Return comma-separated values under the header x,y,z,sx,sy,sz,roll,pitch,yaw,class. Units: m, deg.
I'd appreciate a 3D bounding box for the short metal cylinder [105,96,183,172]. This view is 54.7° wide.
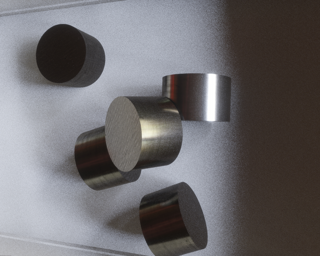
x,y,z,sx,sy,sz,roll,pitch,yaw,class
-0.020,0.005,0.341,0.080,0.050,0.079,7,99,54,short metal cylinder

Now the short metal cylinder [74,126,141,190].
x,y,z,sx,sy,sz,roll,pitch,yaw,class
-0.065,0.036,0.403,0.050,0.080,0.080,-18,84,19,short metal cylinder

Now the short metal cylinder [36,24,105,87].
x,y,z,sx,sy,sz,roll,pitch,yaw,class
-0.126,-0.100,0.440,0.080,0.050,0.079,0,90,19,short metal cylinder

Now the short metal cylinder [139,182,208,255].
x,y,z,sx,sy,sz,roll,pitch,yaw,class
0.018,0.111,0.374,0.050,0.080,0.080,-24,82,18,short metal cylinder

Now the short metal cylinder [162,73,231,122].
x,y,z,sx,sy,sz,roll,pitch,yaw,class
0.042,-0.033,0.366,0.080,0.080,0.050,2,91,19,short metal cylinder
